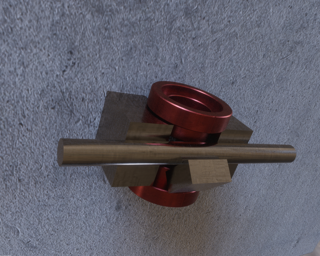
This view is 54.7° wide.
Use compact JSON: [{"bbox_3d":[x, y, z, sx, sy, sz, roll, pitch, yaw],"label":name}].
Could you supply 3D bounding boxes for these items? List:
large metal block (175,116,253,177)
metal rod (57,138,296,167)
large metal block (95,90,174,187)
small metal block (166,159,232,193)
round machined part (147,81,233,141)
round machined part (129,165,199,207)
[{"bbox_3d":[0.067,0.018,0.421,0.050,0.080,0.079,4,117,-30],"label":"large metal block"},{"bbox_3d":[0.044,0.028,0.346,0.302,0.025,0.025,3,117,-30],"label":"metal rod"},{"bbox_3d":[-0.035,0.011,0.360,0.050,0.080,0.079,4,116,-31],"label":"large metal block"},{"bbox_3d":[0.042,0.054,0.343,0.050,0.025,0.050,2,158,-28],"label":"small metal block"},{"bbox_3d":[0.032,-0.017,0.368,0.099,0.098,0.042,4,118,-30],"label":"round machined part"},{"bbox_3d":[0.008,0.056,0.400,0.099,0.098,0.042,4,111,-31],"label":"round machined part"}]
